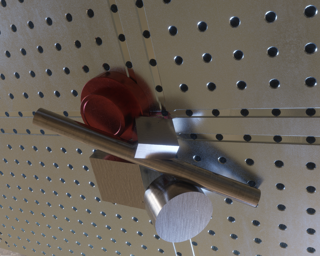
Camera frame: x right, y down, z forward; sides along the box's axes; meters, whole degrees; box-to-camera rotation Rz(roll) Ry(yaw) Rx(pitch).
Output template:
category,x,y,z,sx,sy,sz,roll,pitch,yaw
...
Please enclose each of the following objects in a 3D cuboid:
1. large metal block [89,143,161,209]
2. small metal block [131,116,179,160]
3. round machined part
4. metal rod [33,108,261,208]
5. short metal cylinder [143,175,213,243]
category,x,y,z,sx,sy,sz,roll,pitch,yaw
large metal block,-0.047,0.067,0.457,0.080,0.050,0.079,5,121,25
small metal block,-0.007,0.012,0.393,0.050,0.050,0.025,5,131,-15
round machined part,-0.067,-0.023,0.420,0.098,0.042,0.097,13,124,20
metal rod,-0.016,0.038,0.400,0.301,0.025,0.025,21,127,-1
short metal cylinder,0.024,0.106,0.419,0.081,0.050,0.079,-9,116,-18
